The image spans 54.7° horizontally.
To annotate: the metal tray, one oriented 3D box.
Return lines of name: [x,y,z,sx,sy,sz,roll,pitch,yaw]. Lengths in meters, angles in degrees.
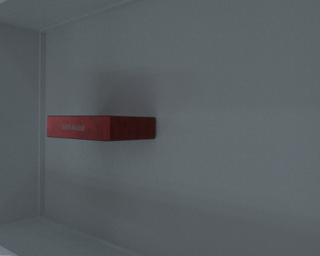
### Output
metal tray: [-0.082,-0.001,0.429,0.130,0.091,0.030,2,91,39]
